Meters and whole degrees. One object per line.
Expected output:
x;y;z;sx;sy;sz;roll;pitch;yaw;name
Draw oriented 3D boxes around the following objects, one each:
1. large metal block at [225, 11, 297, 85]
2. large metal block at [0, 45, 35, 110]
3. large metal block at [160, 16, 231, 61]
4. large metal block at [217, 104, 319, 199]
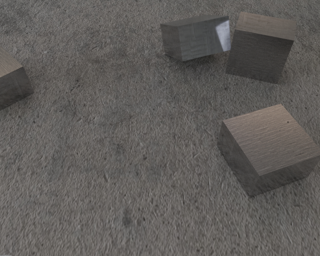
0.151;-0.120;0.469;0.080;0.080;0.050;15;52;12;large metal block
-0.244;-0.069;0.443;0.080;0.050;0.080;-37;59;-27;large metal block
0.054;-0.145;0.488;0.081;0.050;0.080;-16;24;-13;large metal block
0.125;0.025;0.366;0.081;0.050;0.080;-16;52;-13;large metal block
